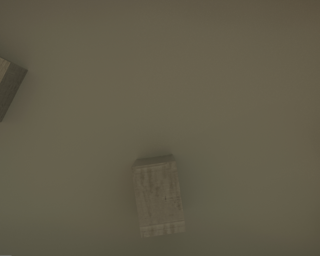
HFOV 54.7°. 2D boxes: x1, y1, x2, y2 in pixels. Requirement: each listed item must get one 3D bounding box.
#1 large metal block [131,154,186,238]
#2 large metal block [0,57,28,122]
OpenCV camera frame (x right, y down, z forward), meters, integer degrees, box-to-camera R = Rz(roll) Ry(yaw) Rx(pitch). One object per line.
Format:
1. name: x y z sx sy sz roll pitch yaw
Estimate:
1. large metal block: -0.002 0.079 0.384 0.050 0.080 0.080 -8 90 0
2. large metal block: -0.233 -0.061 0.396 0.080 0.050 0.080 27 90 -1
